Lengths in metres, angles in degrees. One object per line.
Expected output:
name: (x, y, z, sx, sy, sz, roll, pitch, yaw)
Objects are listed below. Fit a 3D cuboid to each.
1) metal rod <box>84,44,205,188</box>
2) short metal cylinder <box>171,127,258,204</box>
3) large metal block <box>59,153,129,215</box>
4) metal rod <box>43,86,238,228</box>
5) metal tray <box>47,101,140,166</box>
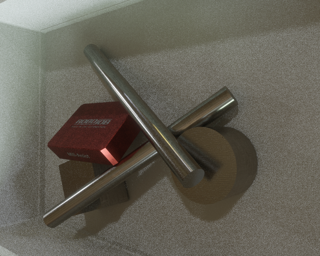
metal rod: (-0.039, -0.037, 0.397, 0.300, 0.025, 0.025, 50, 120, 42)
short metal cylinder: (0.058, 0.038, 0.338, 0.080, 0.050, 0.079, 0, 90, 39)
large metal block: (-0.101, 0.082, 0.466, 0.080, 0.050, 0.080, -24, 75, 37)
metal rod: (-0.037, 0.046, 0.385, 0.300, 0.025, 0.025, -35, 68, 19)
metal tray: (-0.089, 0.004, 0.436, 0.130, 0.030, 0.090, 1, 46, 41)
